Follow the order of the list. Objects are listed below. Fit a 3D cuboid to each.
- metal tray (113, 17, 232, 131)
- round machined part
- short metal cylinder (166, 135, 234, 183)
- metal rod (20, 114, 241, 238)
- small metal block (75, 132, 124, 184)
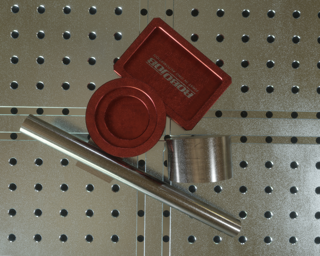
[{"bbox_3d":[0.016,-0.069,0.410,0.130,0.030,0.090,40,89,0],"label":"metal tray"},{"bbox_3d":[-0.041,-0.013,0.396,0.099,0.042,0.097,0,90,1],"label":"round machined part"},{"bbox_3d":[0.049,0.036,0.385,0.081,0.080,0.050,-4,90,-1],"label":"short metal cylinder"},{"bbox_3d":[-0.029,0.065,0.393,0.301,0.025,0.025,28,90,-9],"label":"metal rod"},{"bbox_3d":[-0.075,0.038,0.413,0.050,0.025,0.050,28,90,-1],"label":"small metal block"}]
